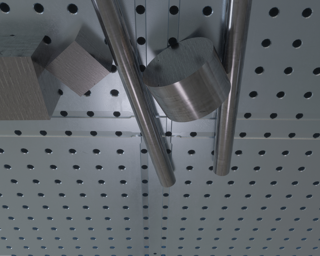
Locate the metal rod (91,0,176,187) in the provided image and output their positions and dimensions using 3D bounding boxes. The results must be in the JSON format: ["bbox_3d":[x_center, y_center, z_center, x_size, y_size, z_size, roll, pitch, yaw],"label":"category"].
[{"bbox_3d":[-0.023,-0.028,0.387,0.025,0.025,0.299,-11,130,9],"label":"metal rod"}]

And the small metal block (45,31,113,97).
[{"bbox_3d":[-0.091,-0.071,0.350,0.050,0.025,0.050,-33,123,25],"label":"small metal block"}]

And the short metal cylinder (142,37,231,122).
[{"bbox_3d":[0.029,-0.052,0.332,0.080,0.080,0.050,-22,127,17],"label":"short metal cylinder"}]

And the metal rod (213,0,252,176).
[{"bbox_3d":[0.084,-0.050,0.369,0.025,0.025,0.298,-3,130,2],"label":"metal rod"}]

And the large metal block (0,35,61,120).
[{"bbox_3d":[-0.166,-0.055,0.347,0.081,0.050,0.079,0,130,0],"label":"large metal block"}]
